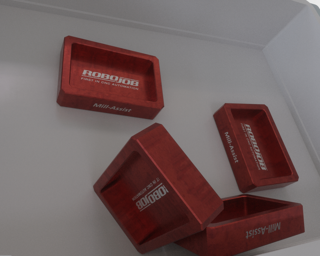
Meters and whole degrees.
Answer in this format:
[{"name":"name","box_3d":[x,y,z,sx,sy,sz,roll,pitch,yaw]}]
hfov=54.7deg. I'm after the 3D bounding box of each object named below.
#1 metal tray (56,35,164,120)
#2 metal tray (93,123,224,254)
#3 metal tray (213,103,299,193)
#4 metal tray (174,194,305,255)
[{"name":"metal tray","box_3d":[-0.063,-0.064,0.407,0.131,0.030,0.090,8,58,-24]},{"name":"metal tray","box_3d":[-0.011,0.064,0.293,0.030,0.129,0.090,-32,80,-38]},{"name":"metal tray","box_3d":[0.141,0.026,0.462,0.091,0.030,0.130,-1,62,-29]},{"name":"metal tray","box_3d":[0.079,0.102,0.341,0.131,0.090,0.030,-3,88,-30]}]
